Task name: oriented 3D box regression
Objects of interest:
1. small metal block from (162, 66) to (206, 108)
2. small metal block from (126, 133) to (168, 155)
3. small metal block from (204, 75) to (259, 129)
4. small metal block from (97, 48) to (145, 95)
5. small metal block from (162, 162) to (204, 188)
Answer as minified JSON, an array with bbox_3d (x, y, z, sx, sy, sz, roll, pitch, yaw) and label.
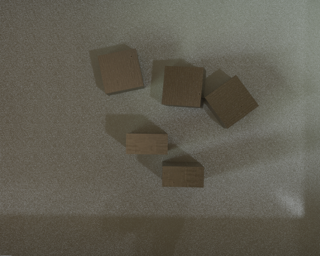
[{"bbox_3d":[0.032,-0.053,0.405,0.050,0.025,0.050,5,90,15],"label":"small metal block"},{"bbox_3d":[-0.016,0.019,0.399,0.050,0.050,0.025,1,90,0],"label":"small metal block"},{"bbox_3d":[0.093,-0.034,0.412,0.050,0.025,0.050,-36,91,0],"label":"small metal block"},{"bbox_3d":[-0.051,-0.074,0.411,0.050,0.025,0.050,-12,90,0],"label":"small metal block"},{"bbox_3d":[0.028,0.059,0.399,0.050,0.050,0.025,1,90,0],"label":"small metal block"}]
